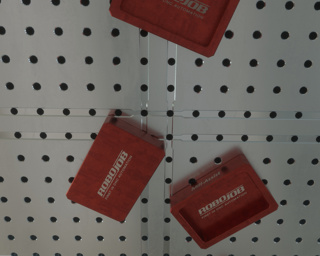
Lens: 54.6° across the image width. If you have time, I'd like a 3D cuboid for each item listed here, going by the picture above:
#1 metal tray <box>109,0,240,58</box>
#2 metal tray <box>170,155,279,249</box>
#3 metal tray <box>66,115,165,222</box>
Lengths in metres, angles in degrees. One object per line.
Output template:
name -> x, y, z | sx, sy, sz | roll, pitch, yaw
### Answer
metal tray -> 0.019, -0.148, 0.356 | 0.131, 0.030, 0.089 | 21, 109, -8
metal tray -> 0.091, 0.109, 0.451 | 0.130, 0.030, 0.090 | -34, 107, 11
metal tray -> -0.062, 0.059, 0.432 | 0.090, 0.030, 0.129 | 28, 108, -10
